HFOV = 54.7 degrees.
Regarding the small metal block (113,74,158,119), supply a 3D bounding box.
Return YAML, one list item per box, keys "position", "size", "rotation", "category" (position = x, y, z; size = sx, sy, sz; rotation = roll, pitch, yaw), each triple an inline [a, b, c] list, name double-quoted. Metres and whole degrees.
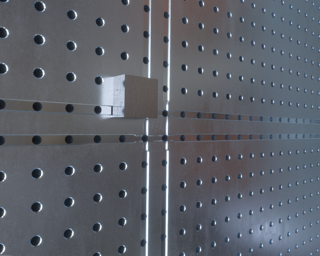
- position: [-0.030, -0.037, 0.386]
  size: [0.050, 0.025, 0.050]
  rotation: [1, 89, -40]
  category: "small metal block"
